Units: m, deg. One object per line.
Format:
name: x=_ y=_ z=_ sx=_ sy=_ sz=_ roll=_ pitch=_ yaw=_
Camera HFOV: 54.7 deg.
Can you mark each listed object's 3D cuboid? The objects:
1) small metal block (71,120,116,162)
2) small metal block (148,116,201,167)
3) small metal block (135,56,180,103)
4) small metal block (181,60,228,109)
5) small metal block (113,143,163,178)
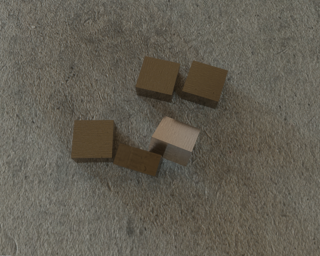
small metal block: x=-0.084 y=0.017 z=0.401 sx=0.050 sy=0.025 sz=0.050 roll=0 pitch=70 yaw=0
small metal block: x=0.019 y=0.015 z=0.390 sx=0.050 sy=0.025 sz=0.050 roll=21 pitch=37 yaw=7
small metal block: x=-0.002 y=-0.068 z=0.433 sx=0.050 sy=0.025 sz=0.050 roll=13 pitch=71 yaw=5
small metal block: x=0.062 y=-0.060 z=0.430 sx=0.050 sy=0.025 sz=0.050 roll=18 pitch=71 yaw=6
small metal block: x=-0.025 y=0.041 z=0.378 sx=0.050 sy=0.050 sz=0.025 roll=16 pitch=80 yaw=6
